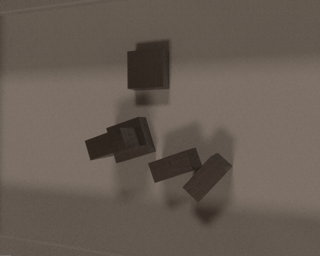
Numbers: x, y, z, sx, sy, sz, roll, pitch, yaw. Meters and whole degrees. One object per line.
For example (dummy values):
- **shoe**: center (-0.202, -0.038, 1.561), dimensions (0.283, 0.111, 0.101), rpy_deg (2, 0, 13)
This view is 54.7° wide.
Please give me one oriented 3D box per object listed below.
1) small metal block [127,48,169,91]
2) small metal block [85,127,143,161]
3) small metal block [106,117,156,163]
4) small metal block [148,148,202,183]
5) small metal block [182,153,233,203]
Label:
- **small metal block**: center (-0.015, -0.077, 0.415), dimensions (0.050, 0.025, 0.050), rpy_deg (-1, 90, 19)
- **small metal block**: center (-0.057, 0.019, 0.390), dimensions (0.050, 0.050, 0.025), rpy_deg (-20, 84, 18)
- **small metal block**: center (-0.039, 0.016, 0.423), dimensions (0.050, 0.025, 0.050), rpy_deg (-19, 84, 18)
- **small metal block**: center (0.020, 0.046, 0.389), dimensions (0.050, 0.050, 0.025), rpy_deg (-21, 83, 18)
- **small metal block**: center (0.059, 0.059, 0.376), dimensions (0.025, 0.050, 0.050), rpy_deg (43, 103, 14)
